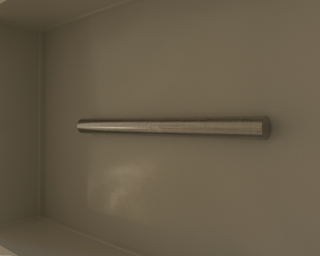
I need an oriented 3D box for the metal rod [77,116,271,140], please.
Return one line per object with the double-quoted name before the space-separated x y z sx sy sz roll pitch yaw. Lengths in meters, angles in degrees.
"metal rod" -0.008 -0.002 0.409 0.300 0.025 0.025 1 91 39
